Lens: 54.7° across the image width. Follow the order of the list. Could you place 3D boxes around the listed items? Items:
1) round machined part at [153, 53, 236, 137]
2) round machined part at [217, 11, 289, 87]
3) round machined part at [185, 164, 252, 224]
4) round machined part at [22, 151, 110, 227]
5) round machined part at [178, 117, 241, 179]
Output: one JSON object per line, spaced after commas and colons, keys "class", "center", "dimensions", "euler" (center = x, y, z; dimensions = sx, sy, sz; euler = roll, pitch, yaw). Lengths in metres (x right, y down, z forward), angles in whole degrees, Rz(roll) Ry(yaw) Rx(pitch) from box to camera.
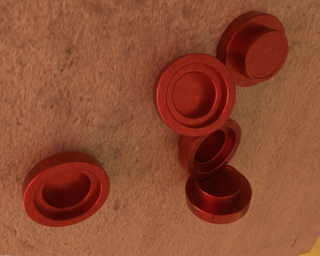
{"class": "round machined part", "center": [0.039, -0.041, 0.379], "dimensions": [0.099, 0.042, 0.097], "euler": [-3, 101, -15]}
{"class": "round machined part", "center": [0.127, -0.099, 0.406], "dimensions": [0.099, 0.042, 0.097], "euler": [-14, 125, -21]}
{"class": "round machined part", "center": [0.087, 0.090, 0.463], "dimensions": [0.099, 0.098, 0.042], "euler": [-19, 131, -18]}
{"class": "round machined part", "center": [-0.115, 0.069, 0.377], "dimensions": [0.099, 0.042, 0.097], "euler": [-14, 125, -21]}
{"class": "round machined part", "center": [0.065, 0.021, 0.440], "dimensions": [0.099, 0.042, 0.097], "euler": [-22, 132, -26]}
